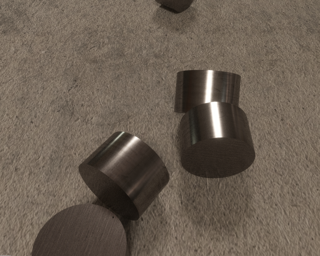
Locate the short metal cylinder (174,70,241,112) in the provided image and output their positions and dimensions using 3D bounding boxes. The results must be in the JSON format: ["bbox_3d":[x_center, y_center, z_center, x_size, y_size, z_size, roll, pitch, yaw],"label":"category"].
[{"bbox_3d":[0.060,-0.042,0.395,0.080,0.080,0.050,4,92,3],"label":"short metal cylinder"}]

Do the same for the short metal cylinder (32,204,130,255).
[{"bbox_3d":[-0.069,0.118,0.287,0.081,0.050,0.080,0,50,0],"label":"short metal cylinder"}]

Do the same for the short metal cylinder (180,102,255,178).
[{"bbox_3d":[0.064,0.016,0.355,0.081,0.080,0.050,1,50,0],"label":"short metal cylinder"}]

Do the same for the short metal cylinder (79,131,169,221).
[{"bbox_3d":[-0.038,0.050,0.325,0.080,0.080,0.050,29,56,22],"label":"short metal cylinder"}]

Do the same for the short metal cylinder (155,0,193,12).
[{"bbox_3d":[0.030,-0.272,0.597,0.050,0.080,0.080,34,58,25],"label":"short metal cylinder"}]
